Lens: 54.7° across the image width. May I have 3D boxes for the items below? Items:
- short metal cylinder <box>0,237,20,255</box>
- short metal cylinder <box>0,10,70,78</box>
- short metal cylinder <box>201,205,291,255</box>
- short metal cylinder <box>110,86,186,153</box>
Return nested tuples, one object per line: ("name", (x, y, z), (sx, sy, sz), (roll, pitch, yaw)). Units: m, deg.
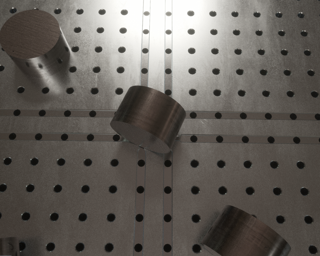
("short metal cylinder", (-0.191, 0.150, 0.325), (0.081, 0.080, 0.050), (-12, 71, -5))
("short metal cylinder", (-0.175, -0.119, 0.440), (0.081, 0.050, 0.080), (0, 70, 0))
("short metal cylinder", (0.092, 0.129, 0.337), (0.080, 0.080, 0.050), (35, 74, 11))
("short metal cylinder", (-0.014, -0.009, 0.386), (0.080, 0.080, 0.050), (23, 72, 7))
